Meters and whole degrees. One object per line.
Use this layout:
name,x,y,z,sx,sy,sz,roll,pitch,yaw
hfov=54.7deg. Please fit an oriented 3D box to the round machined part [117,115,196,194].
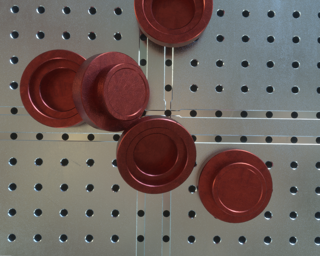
round machined part,-0.007,0.031,0.396,0.099,0.042,0.097,-3,105,-10

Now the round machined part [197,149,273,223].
round machined part,0.100,0.077,0.406,0.099,0.042,0.097,0,90,-1

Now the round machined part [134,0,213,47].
round machined part,0.017,-0.154,0.405,0.099,0.042,0.097,0,90,-1

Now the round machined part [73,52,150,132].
round machined part,-0.051,-0.043,0.377,0.099,0.042,0.097,-6,98,-42

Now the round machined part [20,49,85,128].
round machined part,-0.124,-0.049,0.403,0.099,0.042,0.097,0,90,-1
